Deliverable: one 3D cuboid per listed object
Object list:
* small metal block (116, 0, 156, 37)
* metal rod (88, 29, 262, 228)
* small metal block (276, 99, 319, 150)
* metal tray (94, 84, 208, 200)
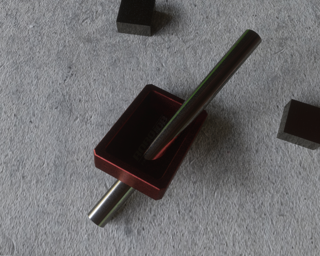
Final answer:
[{"bbox_3d":[-0.035,-0.170,0.470,0.050,0.025,0.050,8,70,2],"label":"small metal block"},{"bbox_3d":[0.021,-0.003,0.381,0.025,0.025,0.300,40,85,13],"label":"metal rod"},{"bbox_3d":[0.190,-0.004,0.412,0.050,0.025,0.050,19,71,6],"label":"small metal block"},{"bbox_3d":[-0.008,0.011,0.380,0.090,0.030,0.130,27,54,9],"label":"metal tray"}]
